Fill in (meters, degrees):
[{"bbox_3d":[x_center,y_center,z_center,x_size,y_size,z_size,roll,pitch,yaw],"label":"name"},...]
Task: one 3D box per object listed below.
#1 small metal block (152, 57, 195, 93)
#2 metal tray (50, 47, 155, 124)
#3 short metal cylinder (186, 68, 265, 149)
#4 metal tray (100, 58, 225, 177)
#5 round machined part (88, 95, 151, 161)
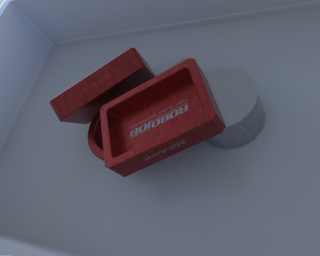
[{"bbox_3d":[0.025,-0.056,0.407,0.050,0.050,0.025,-36,51,2],"label":"small metal block"},{"bbox_3d":[-0.073,-0.053,0.429,0.130,0.090,0.030,-32,84,7],"label":"metal tray"},{"bbox_3d":[0.076,-0.023,0.360,0.080,0.050,0.080,-13,56,20],"label":"short metal cylinder"},{"bbox_3d":[-0.004,-0.011,0.347,0.130,0.030,0.090,-26,52,17],"label":"metal tray"},{"bbox_3d":[-0.043,0.006,0.412,0.098,0.042,0.098,-13,56,20],"label":"round machined part"}]
